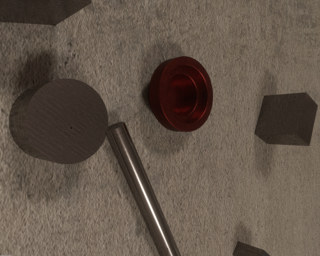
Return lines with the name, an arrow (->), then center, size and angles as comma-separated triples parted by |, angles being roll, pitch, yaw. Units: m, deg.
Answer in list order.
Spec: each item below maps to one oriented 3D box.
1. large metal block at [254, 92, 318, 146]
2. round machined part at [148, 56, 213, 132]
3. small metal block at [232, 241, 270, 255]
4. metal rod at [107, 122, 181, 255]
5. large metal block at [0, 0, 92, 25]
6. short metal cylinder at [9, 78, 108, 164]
large metal block -> 0.230, -0.015, 0.565 | 0.050, 0.080, 0.080 | 31, 71, -36
round machined part -> 0.023, -0.044, 0.415 | 0.099, 0.042, 0.097 | 0, 90, -40
small metal block -> 0.161, 0.222, 0.527 | 0.050, 0.050, 0.025 | 45, 63, -31
metal rod -> -0.001, 0.131, 0.405 | 0.025, 0.025, 0.298 | -34, 111, -35
large metal block -> -0.118, -0.127, 0.270 | 0.081, 0.080, 0.050 | -11, 97, -40
short metal cylinder -> -0.099, -0.006, 0.306 | 0.081, 0.050, 0.079 | 0, 90, -40
